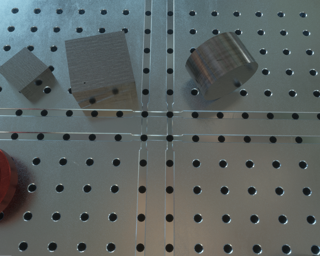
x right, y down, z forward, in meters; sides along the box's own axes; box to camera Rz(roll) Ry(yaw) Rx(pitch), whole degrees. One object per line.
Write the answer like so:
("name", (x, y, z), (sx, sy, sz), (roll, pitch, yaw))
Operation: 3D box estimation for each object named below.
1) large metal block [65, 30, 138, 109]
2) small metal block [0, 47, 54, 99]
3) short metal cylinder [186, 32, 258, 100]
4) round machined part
("large metal block", (-0.080, -0.080, 0.427), (0.081, 0.050, 0.080), (-12, 71, -4))
("small metal block", (-0.189, -0.078, 0.439), (0.050, 0.025, 0.050), (40, 75, 13))
("short metal cylinder", (0.081, -0.080, 0.412), (0.080, 0.080, 0.050), (-26, 72, -9))
("round machined part", (-0.222, 0.068, 0.376), (0.099, 0.042, 0.098), (0, 70, 0))
